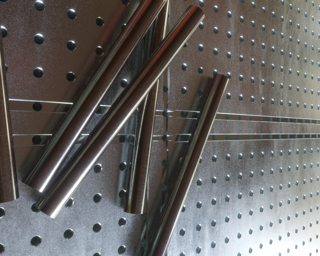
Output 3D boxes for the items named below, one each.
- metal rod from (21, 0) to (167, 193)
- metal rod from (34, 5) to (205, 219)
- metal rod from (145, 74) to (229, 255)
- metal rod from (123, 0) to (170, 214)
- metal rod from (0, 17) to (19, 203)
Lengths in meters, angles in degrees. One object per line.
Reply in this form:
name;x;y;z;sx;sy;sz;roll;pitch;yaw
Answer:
metal rod;-0.055;-0.067;0.347;0.025;0.025;0.300;40;70;-33
metal rod;-0.035;-0.033;0.358;0.025;0.025;0.300;46;69;-31
metal rod;0.042;0.052;0.446;0.025;0.025;0.300;36;68;-35
metal rod;-0.015;-0.044;0.398;0.025;0.025;0.298;12;83;-40
metal rod;-0.156;-0.082;0.278;0.025;0.025;0.298;-8;95;-40
